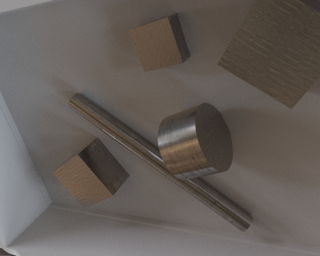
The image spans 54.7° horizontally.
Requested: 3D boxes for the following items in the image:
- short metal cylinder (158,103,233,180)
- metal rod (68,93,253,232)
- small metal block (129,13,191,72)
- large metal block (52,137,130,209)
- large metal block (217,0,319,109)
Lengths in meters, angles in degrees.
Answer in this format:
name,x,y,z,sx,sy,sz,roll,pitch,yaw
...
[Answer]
name,x,y,z,sx,sy,sz,roll,pitch,yaw
short metal cylinder,0.043,0.016,0.360,0.050,0.080,0.080,-20,108,35
metal rod,-0.002,0.046,0.436,0.301,0.025,0.025,35,129,4
small metal block,0.000,-0.095,0.349,0.050,0.025,0.050,-7,115,31
large metal block,-0.110,0.073,0.494,0.080,0.050,0.080,-31,102,37
large metal block,0.113,-0.078,0.284,0.080,0.050,0.079,33,129,6
